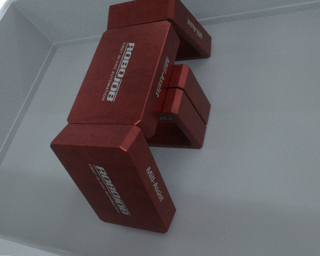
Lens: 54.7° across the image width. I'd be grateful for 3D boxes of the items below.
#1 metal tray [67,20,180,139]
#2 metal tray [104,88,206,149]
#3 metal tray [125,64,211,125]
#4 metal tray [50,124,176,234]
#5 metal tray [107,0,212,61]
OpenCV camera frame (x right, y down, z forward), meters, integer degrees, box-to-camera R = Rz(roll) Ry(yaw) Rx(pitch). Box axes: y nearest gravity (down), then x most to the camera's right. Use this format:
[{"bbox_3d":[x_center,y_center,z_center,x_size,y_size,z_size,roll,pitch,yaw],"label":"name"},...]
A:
[{"bbox_3d":[-0.037,-0.054,0.337,0.090,0.030,0.130,1,62,28],"label":"metal tray"},{"bbox_3d":[-0.020,-0.009,0.379,0.130,0.090,0.030,1,62,28],"label":"metal tray"},{"bbox_3d":[-0.012,-0.037,0.391,0.130,0.090,0.030,1,62,28],"label":"metal tray"},{"bbox_3d":[-0.044,0.055,0.324,0.090,0.129,0.030,1,41,28],"label":"metal tray"},{"bbox_3d":[0.004,-0.124,0.410,0.090,0.131,0.030,1,83,28],"label":"metal tray"}]
